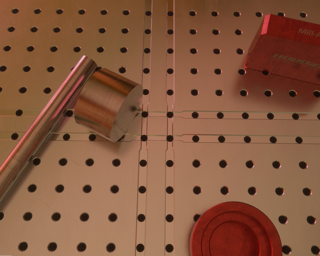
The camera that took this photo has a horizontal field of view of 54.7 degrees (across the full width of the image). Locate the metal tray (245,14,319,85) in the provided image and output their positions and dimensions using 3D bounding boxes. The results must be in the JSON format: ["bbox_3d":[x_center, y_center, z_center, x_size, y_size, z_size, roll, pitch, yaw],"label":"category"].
[{"bbox_3d":[0.191,-0.100,0.413,0.131,0.090,0.030,14,75,5],"label":"metal tray"}]

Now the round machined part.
[{"bbox_3d":[0.083,0.136,0.353,0.099,0.042,0.098,0,70,0],"label":"round machined part"}]

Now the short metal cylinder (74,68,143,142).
[{"bbox_3d":[-0.063,-0.029,0.393,0.050,0.080,0.080,26,72,9],"label":"short metal cylinder"}]

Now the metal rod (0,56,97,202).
[{"bbox_3d":[-0.173,0.028,0.400,0.025,0.025,0.300,27,72,9],"label":"metal rod"}]
